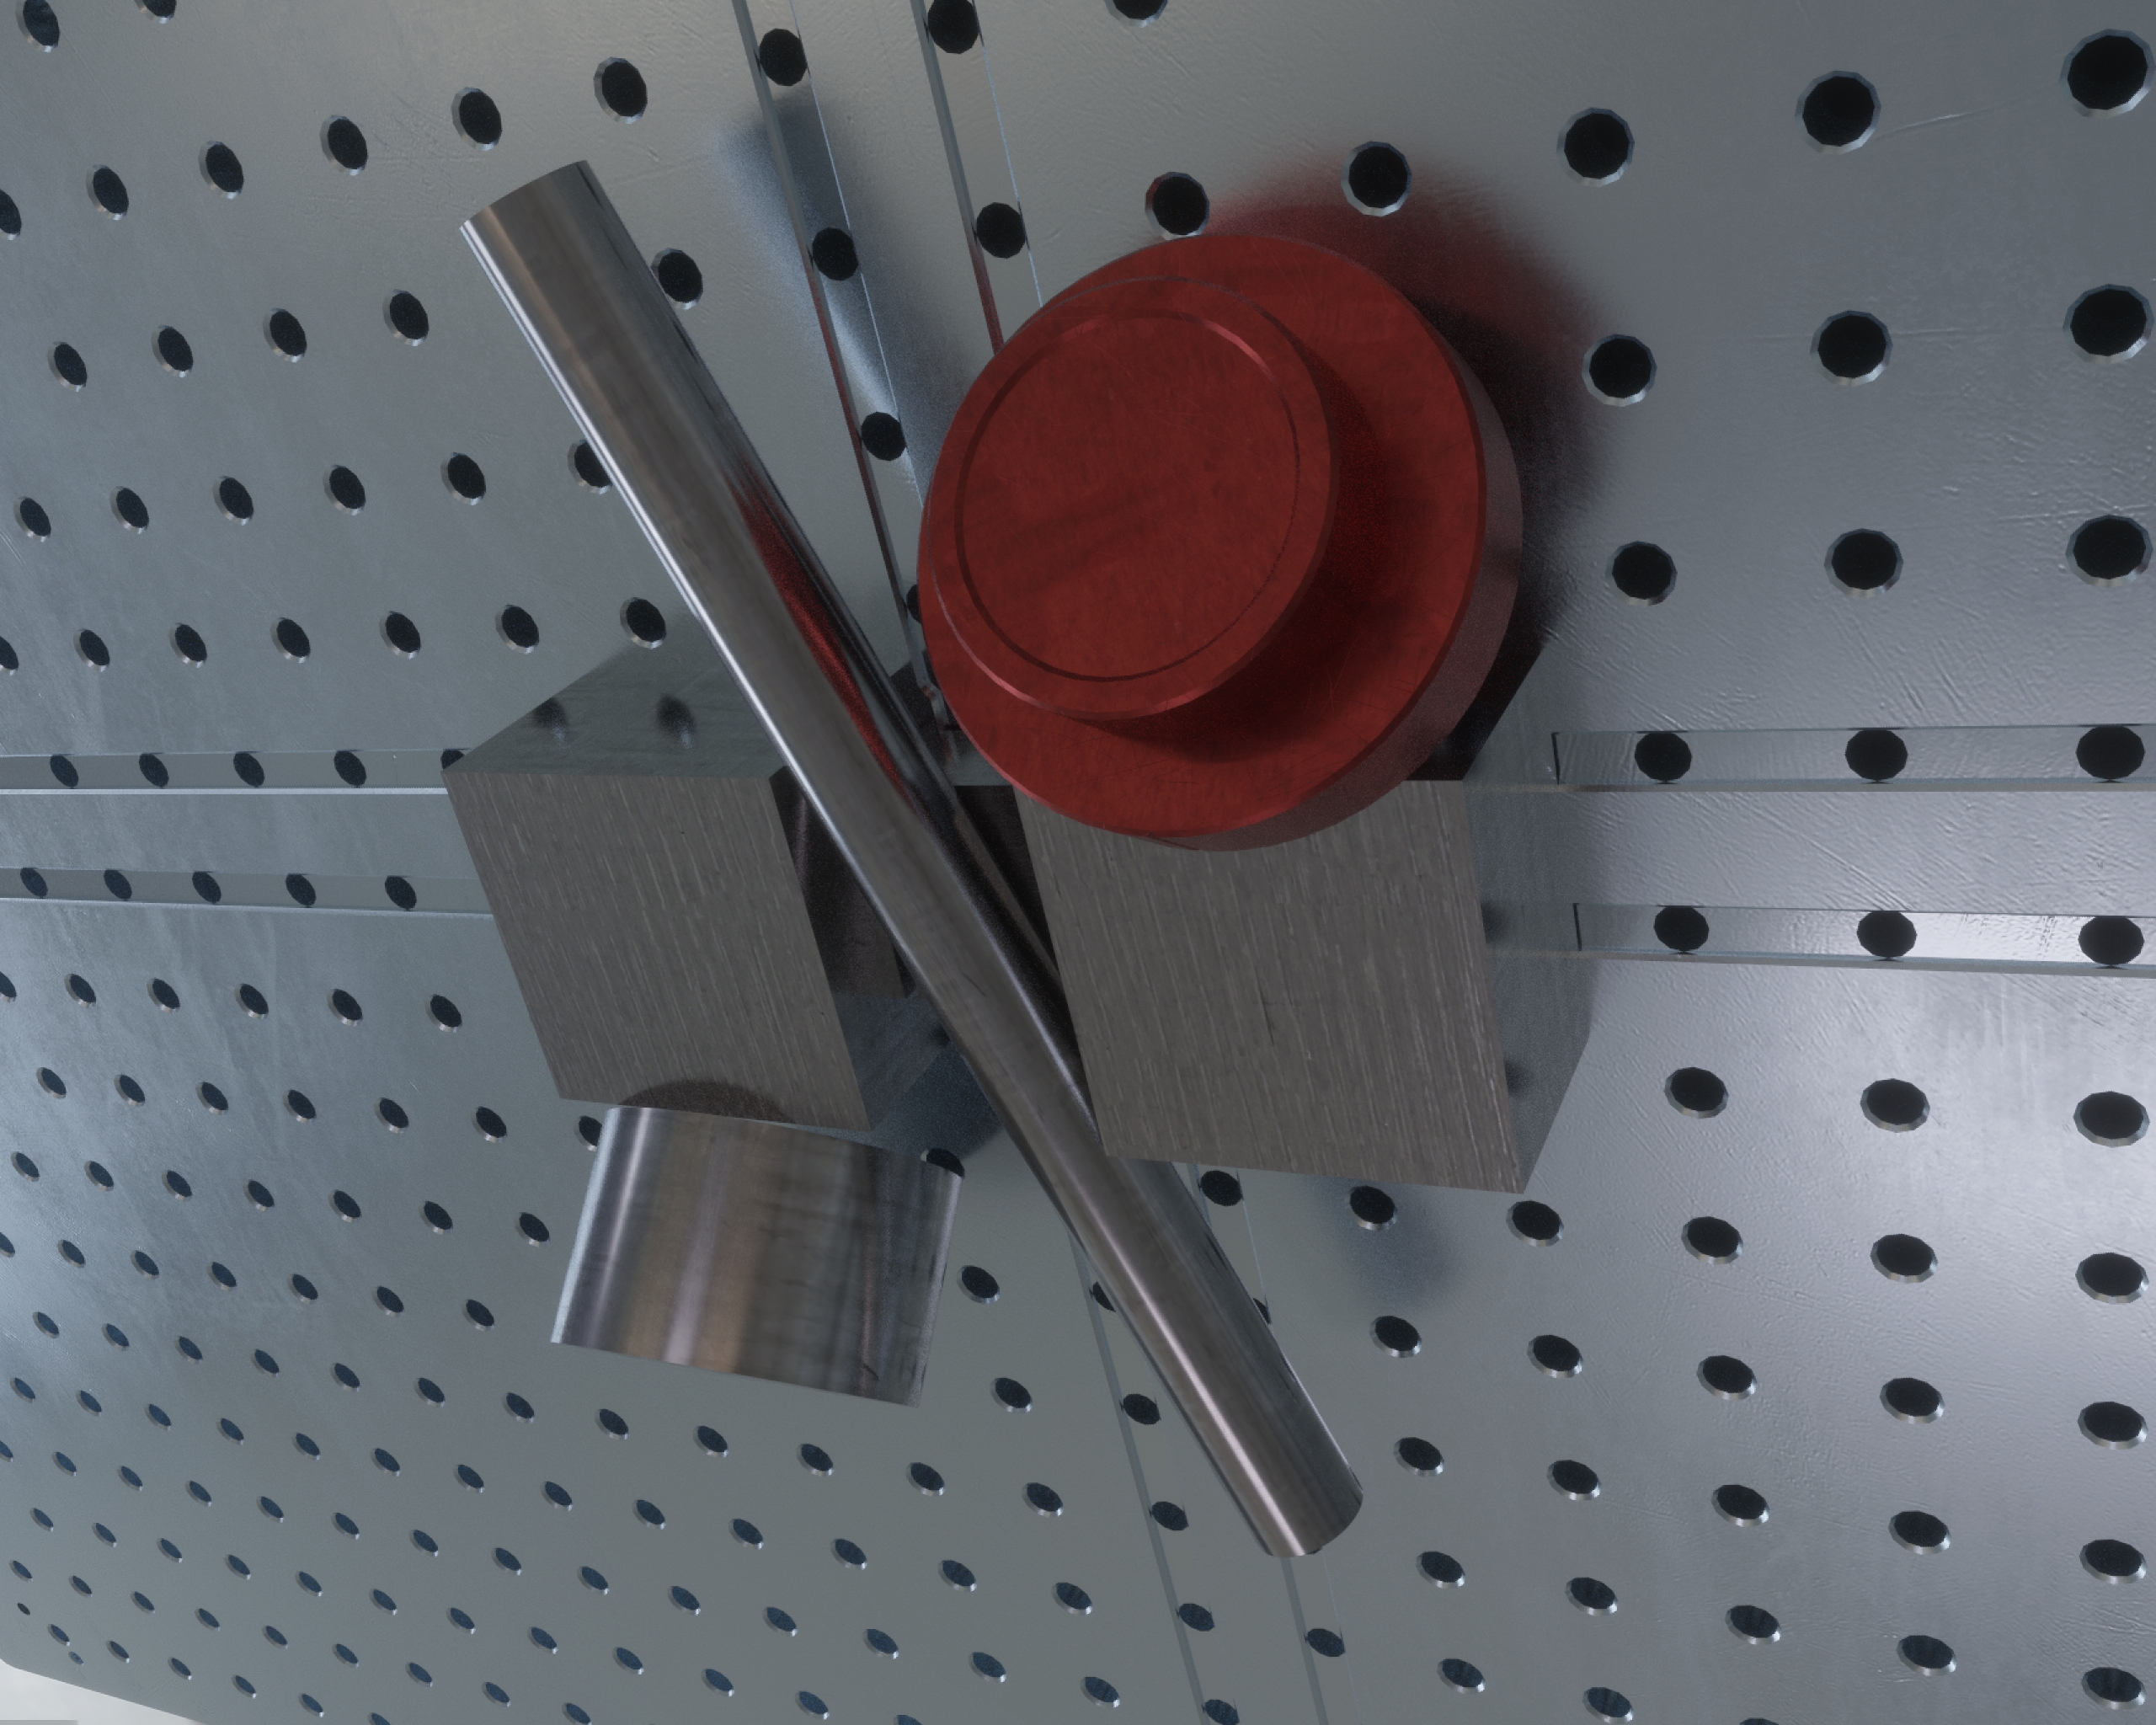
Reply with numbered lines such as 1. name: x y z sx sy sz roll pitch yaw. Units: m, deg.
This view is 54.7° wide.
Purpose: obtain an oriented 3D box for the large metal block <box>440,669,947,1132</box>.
1. large metal block: -0.074 0.006 0.439 0.080 0.050 0.080 2 120 27

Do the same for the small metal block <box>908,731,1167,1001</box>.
1. small metal block: -0.010 0.001 0.418 0.050 0.025 0.050 1 119 28

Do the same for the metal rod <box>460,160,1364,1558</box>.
1. metal rod: -0.023 0.011 0.397 0.025 0.025 0.299 -19 109 35

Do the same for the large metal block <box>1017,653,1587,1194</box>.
1. large metal block: 0.043 0.010 0.379 0.080 0.050 0.080 1 119 27

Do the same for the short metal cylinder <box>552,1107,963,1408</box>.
1. short metal cylinder: -0.070 0.087 0.458 0.080 0.050 0.080 9 164 3

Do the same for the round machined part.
1. round machined part: 0.016 -0.052 0.328 0.098 0.042 0.097 -4 82 27
